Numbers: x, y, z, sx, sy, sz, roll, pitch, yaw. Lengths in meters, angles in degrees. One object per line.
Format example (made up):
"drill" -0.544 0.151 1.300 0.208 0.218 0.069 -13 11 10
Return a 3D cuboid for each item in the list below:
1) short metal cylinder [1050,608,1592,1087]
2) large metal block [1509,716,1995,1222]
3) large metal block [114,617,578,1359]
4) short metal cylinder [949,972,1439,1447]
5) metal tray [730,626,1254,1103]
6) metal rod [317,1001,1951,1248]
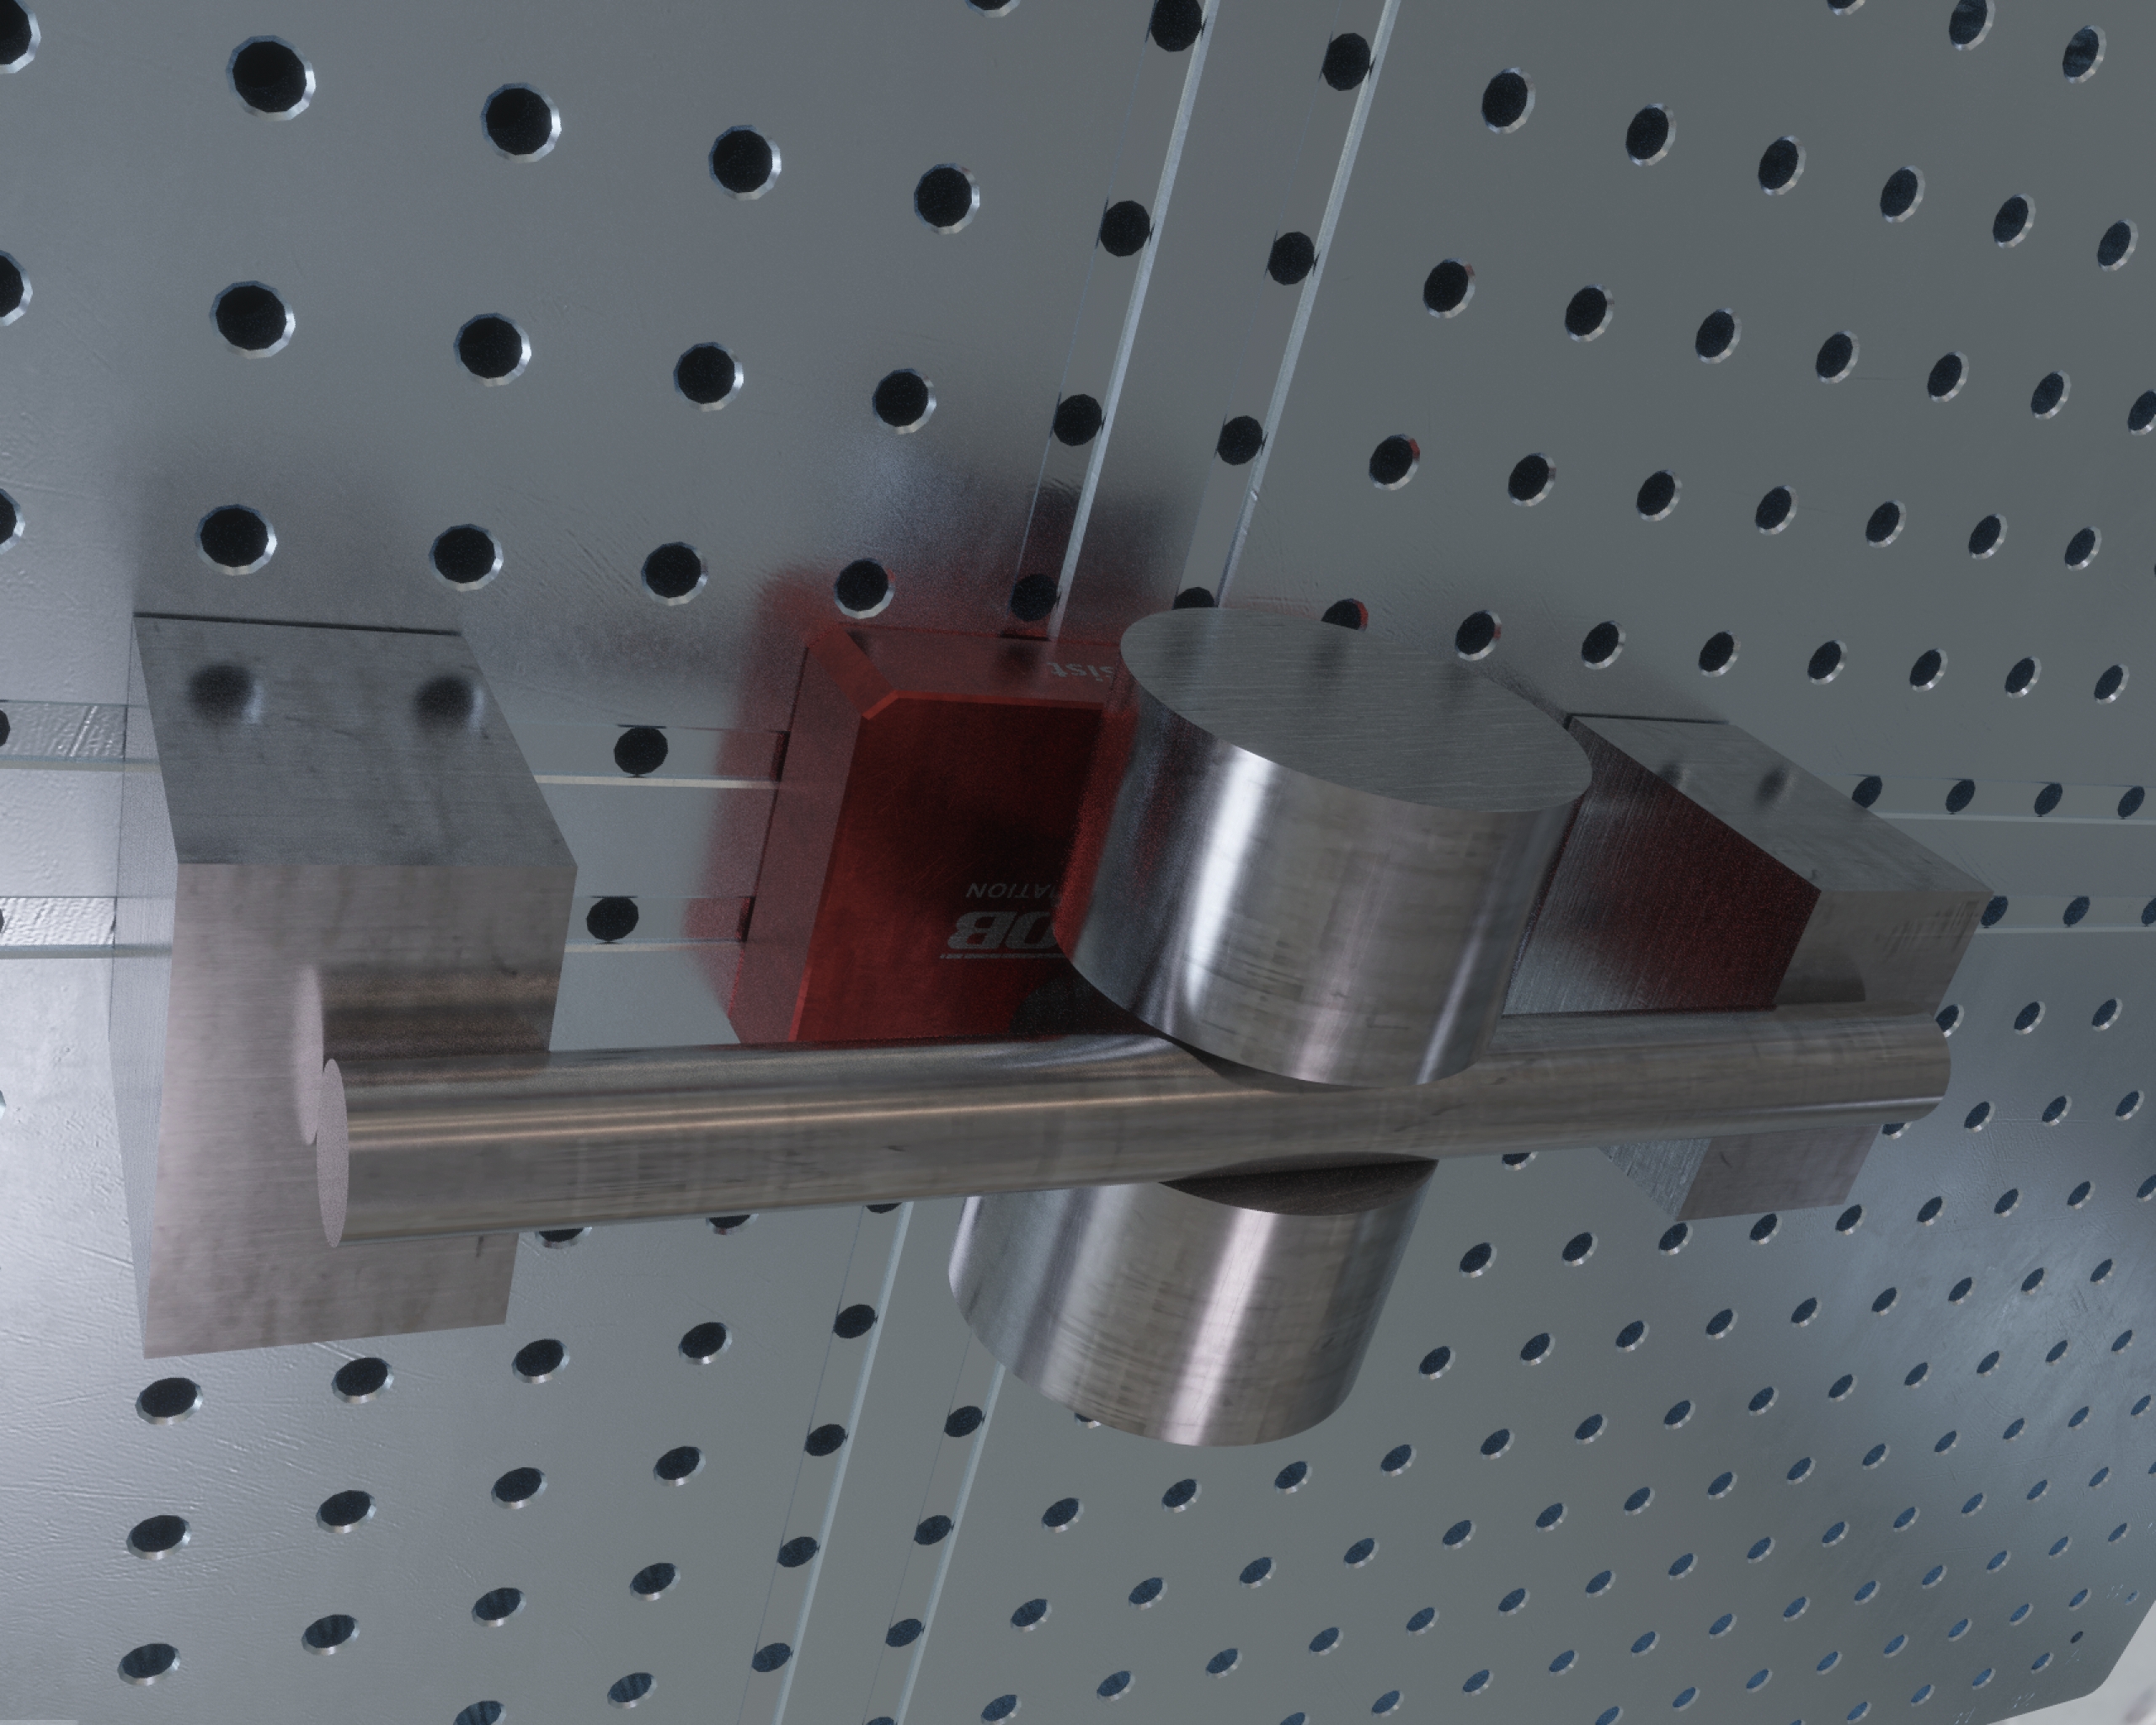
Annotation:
"short metal cylinder" 0.040 -0.005 0.356 0.081 0.080 0.050 1 118 -29
"large metal block" 0.140 0.022 0.464 0.050 0.080 0.079 1 118 -29
"large metal block" -0.117 0.016 0.320 0.050 0.080 0.079 1 118 -29
"short metal cylinder" 0.021 0.061 0.386 0.081 0.080 0.050 1 118 -29
"metal tray" 0.005 0.004 0.413 0.131 0.030 0.089 1 118 -29
"metal rod" 0.034 0.039 0.349 0.303 0.025 0.025 0 118 -29
